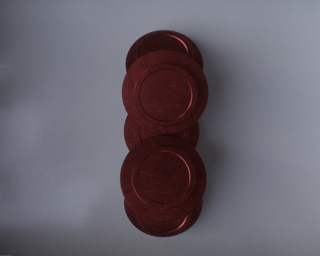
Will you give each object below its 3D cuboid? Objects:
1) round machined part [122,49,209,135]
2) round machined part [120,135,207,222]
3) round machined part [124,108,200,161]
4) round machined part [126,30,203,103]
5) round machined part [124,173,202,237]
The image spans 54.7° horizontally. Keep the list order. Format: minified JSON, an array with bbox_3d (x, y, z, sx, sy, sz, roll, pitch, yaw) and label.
[{"bbox_3d":[0.006,-0.039,0.350,0.099,0.042,0.097,0,102,0],"label":"round machined part"},{"bbox_3d":[0.004,0.056,0.350,0.099,0.042,0.098,0,79,0],"label":"round machined part"},{"bbox_3d":[0.002,0.004,0.401,0.099,0.042,0.097,0,89,0],"label":"round machined part"},{"bbox_3d":[0.006,-0.082,0.390,0.099,0.042,0.098,0,74,-1],"label":"round machined part"},{"bbox_3d":[0.004,0.095,0.388,0.099,0.042,0.097,0,105,0],"label":"round machined part"}]
